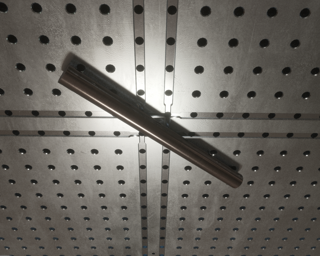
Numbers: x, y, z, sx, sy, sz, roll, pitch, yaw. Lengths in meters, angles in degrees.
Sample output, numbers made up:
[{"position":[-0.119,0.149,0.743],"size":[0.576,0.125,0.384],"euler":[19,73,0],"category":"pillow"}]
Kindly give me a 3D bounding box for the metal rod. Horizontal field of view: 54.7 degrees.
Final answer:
[{"position":[0.005,0.010,0.420],"size":[0.301,0.025,0.025],"euler":[32,123,-25],"category":"metal rod"}]
